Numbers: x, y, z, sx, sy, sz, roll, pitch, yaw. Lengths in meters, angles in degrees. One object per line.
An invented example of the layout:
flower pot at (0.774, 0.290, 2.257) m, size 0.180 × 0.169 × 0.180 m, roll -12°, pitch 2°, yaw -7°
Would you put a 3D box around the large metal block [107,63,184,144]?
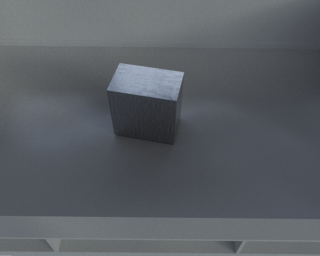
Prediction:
large metal block at (-0.016, -0.029, 0.391) m, size 0.080 × 0.080 × 0.050 m, roll 9°, pitch 51°, yaw 7°
